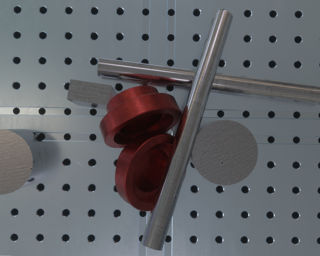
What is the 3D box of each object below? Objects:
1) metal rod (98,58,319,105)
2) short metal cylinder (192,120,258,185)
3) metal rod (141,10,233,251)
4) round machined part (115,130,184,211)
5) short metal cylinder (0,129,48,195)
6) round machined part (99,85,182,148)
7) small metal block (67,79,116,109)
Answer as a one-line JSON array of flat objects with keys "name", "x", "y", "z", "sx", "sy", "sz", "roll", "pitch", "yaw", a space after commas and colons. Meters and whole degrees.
[{"name": "metal rod", "x": 0.070, "y": -0.062, "z": 0.413, "sx": 0.302, "sy": 0.025, "sz": 0.025, "roll": 7, "pitch": 90, "yaw": 0}, {"name": "short metal cylinder", "x": 0.079, "y": 0.030, "z": 0.401, "sx": 0.081, "sy": 0.050, "sz": 0.080, "roll": 0, "pitch": 90, "yaw": 0}, {"name": "metal rod", "x": 0.037, "y": -0.007, "z": 0.374, "sx": 0.025, "sy": 0.025, "sz": 0.299, "roll": 18, "pitch": 79, "yaw": 0}, {"name": "round machined part", "x": -0.015, "y": 0.050, "z": 0.388, "sx": 0.099, "sy": 0.042, "sz": 0.097, "roll": -14, "pitch": 112, "yaw": -38}, {"name": "short metal cylinder", "x": -0.194, "y": 0.041, "z": 0.399, "sx": 0.081, "sy": 0.050, "sz": 0.080, "roll": 0, "pitch": 90, "yaw": 0}, {"name": "round machined part", "x": -0.027, "y": -0.016, "z": 0.380, "sx": 0.098, "sy": 0.098, "sz": 0.042, "roll": -23, "pitch": 71, "yaw": 0}, {"name": "small metal block", "x": -0.086, "y": -0.041, "z": 0.399, "sx": 0.050, "sy": 0.050, "sz": 0.025, "roll": 9, "pitch": 86, "yaw": 0}]
